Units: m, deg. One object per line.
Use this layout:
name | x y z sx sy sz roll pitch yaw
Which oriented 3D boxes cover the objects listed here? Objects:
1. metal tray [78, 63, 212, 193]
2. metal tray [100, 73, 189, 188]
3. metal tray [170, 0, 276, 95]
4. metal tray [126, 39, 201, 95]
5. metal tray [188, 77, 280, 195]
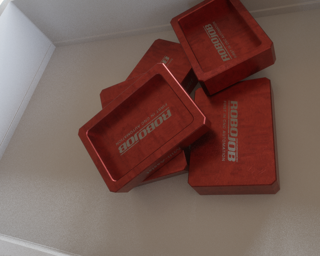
metal tray | -0.020 0.001 0.351 0.130 0.030 0.090 -39 68 10
metal tray | -0.019 0.001 0.385 0.090 0.030 0.129 -19 73 17
metal tray | 0.074 -0.112 0.392 0.090 0.030 0.130 -26 52 11
metal tray | -0.002 -0.062 0.440 0.090 0.030 0.130 25 75 36
metal tray | 0.083 0.009 0.353 0.090 0.030 0.130 -6 59 24
